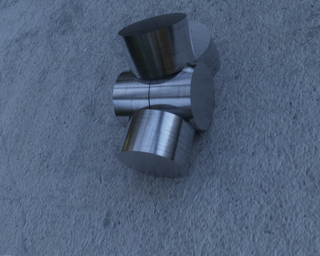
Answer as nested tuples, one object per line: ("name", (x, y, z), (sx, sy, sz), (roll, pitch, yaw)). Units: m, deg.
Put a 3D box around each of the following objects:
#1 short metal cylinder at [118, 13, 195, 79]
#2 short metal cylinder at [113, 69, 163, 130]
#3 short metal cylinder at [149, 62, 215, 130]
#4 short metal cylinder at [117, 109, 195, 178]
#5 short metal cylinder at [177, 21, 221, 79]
("short metal cylinder", (-0.003, -0.098, 0.365), (0.080, 0.050, 0.080), (-12, 29, 7))
("short metal cylinder", (-0.016, -0.037, 0.401), (0.050, 0.080, 0.080), (1, 62, 28))
("short metal cylinder", (0.029, -0.037, 0.376), (0.050, 0.080, 0.080), (0, 62, 29))
("short metal cylinder", (-0.004, 0.020, 0.359), (0.080, 0.080, 0.050), (0, 62, 28))
("short metal cylinder", (0.039, -0.100, 0.430), (0.080, 0.050, 0.080), (-13, 56, 20))
